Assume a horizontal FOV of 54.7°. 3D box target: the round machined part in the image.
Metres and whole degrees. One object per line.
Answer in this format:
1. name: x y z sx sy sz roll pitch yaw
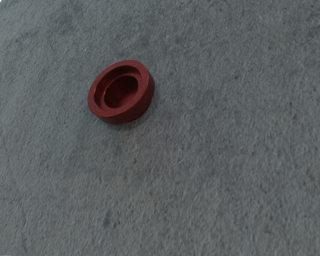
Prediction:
1. round machined part: -0.051 -0.047 0.447 0.098 0.042 0.098 -13 56 20
